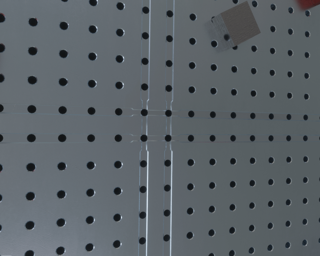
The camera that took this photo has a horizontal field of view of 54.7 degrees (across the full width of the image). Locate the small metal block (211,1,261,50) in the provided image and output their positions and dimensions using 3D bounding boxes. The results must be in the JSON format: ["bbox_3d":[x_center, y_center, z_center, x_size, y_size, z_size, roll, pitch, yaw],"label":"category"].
[{"bbox_3d":[0.111,-0.149,0.453,0.050,0.025,0.050,-30,100,-18],"label":"small metal block"}]

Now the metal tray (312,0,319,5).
[{"bbox_3d":[0.265,-0.282,0.507,0.090,0.030,0.130,-37,102,-16],"label":"metal tray"}]
